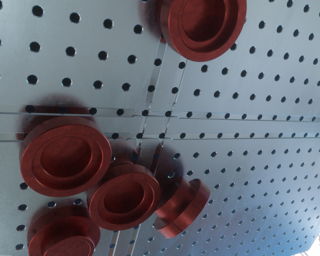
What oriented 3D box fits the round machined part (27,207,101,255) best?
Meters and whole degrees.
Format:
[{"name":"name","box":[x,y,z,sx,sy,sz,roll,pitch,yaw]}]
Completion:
[{"name":"round machined part","box":[-0.130,0.161,0.430,0.099,0.042,0.097,-14,125,-21]}]

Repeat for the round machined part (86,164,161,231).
[{"name":"round machined part","box":[-0.052,0.090,0.426,0.099,0.042,0.097,-11,121,-19]}]

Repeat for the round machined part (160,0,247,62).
[{"name":"round machined part","box":[0.044,-0.127,0.347,0.099,0.042,0.097,-14,125,-21]}]

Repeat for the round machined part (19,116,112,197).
[{"name":"round machined part","box":[-0.110,0.029,0.359,0.099,0.042,0.097,-14,124,-21]}]

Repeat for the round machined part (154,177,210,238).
[{"name":"round machined part","box":[0.025,0.111,0.461,0.042,0.098,0.098,44,93,-4]}]
